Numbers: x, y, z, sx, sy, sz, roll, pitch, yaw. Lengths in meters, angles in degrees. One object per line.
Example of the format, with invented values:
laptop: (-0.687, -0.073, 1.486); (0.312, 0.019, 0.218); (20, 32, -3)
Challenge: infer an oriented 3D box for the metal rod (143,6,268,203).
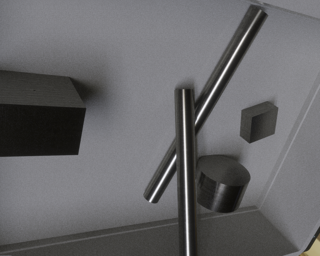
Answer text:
metal rod: (0.055, -0.020, 0.428); (0.025, 0.025, 0.298); (17, 109, -35)

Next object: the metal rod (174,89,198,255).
metal rod: (0.036, 0.099, 0.407); (0.025, 0.025, 0.298); (-3, 93, -27)

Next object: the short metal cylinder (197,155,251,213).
short metal cylinder: (0.092, 0.084, 0.478); (0.081, 0.080, 0.050); (-2, 119, -28)

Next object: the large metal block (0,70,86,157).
large metal block: (-0.124, -0.016, 0.296); (0.081, 0.080, 0.050); (1, 118, -30)

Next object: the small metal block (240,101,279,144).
small metal block: (0.156, -0.009, 0.491); (0.050, 0.025, 0.050); (-19, 126, -18)
